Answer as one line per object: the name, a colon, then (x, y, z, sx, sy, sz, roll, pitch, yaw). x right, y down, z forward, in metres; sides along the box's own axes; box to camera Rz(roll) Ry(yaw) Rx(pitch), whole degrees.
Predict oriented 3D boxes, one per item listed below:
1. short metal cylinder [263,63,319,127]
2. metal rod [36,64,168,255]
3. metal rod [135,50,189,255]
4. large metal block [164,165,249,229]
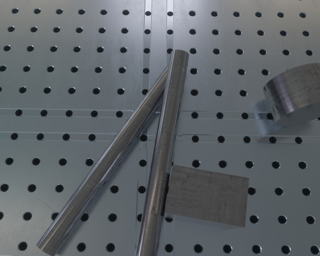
short metal cylinder: (0.181, -0.040, 0.399, 0.081, 0.080, 0.050, -12, 71, -4)
metal rod: (-0.052, 0.023, 0.402, 0.025, 0.025, 0.300, 31, 73, 10)
metal rod: (0.002, 0.043, 0.382, 0.025, 0.025, 0.299, 9, 75, 3)
large metal block: (0.049, 0.082, 0.353, 0.080, 0.080, 0.050, 10, 71, 3)
